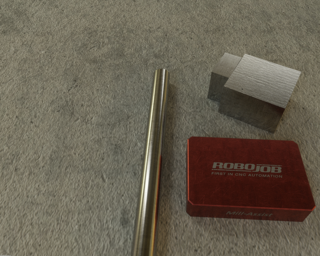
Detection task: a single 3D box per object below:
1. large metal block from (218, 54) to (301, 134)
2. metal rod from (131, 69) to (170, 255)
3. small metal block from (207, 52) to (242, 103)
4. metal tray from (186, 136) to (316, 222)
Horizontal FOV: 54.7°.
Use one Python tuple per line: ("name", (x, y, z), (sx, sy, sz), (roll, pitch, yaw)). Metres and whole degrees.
("large metal block", (0.137, -0.050, 0.430), (0.080, 0.050, 0.080), (24, 54, 18))
("metal rod", (-0.008, 0.034, 0.374), (0.025, 0.025, 0.300), (3, 50, 2))
("small metal block", (0.093, -0.072, 0.449), (0.025, 0.050, 0.050), (23, 54, 18))
("metal tray", (0.096, 0.056, 0.354), (0.131, 0.030, 0.090), (3, 50, 1))
